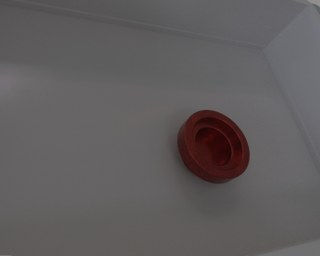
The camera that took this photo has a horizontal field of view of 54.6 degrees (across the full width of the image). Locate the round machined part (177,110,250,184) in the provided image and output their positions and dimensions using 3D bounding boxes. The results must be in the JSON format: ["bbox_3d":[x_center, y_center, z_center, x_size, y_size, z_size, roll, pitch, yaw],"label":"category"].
[{"bbox_3d":[0.066,0.028,0.413,0.099,0.042,0.098,13,56,-21],"label":"round machined part"}]
